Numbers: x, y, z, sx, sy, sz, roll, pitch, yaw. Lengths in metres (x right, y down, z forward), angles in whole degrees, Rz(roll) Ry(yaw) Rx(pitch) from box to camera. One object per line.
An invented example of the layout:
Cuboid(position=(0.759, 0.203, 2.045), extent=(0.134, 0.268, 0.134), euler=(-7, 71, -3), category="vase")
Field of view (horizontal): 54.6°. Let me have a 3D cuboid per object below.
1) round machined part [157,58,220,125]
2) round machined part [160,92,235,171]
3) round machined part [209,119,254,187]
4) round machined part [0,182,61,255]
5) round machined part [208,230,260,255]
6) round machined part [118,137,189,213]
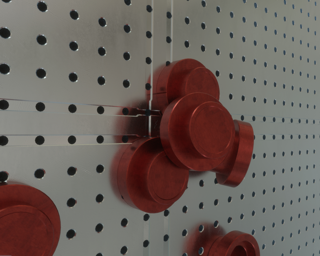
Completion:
Cuboid(position=(0.046, -0.049, 0.435), extent=(0.099, 0.042, 0.097), euler=(0, 90, -40), category="round machined part")
Cuboid(position=(0.053, 0.004, 0.380), extent=(0.099, 0.042, 0.098), euler=(3, 83, -29), category="round machined part")
Cuboid(position=(0.097, 0.034, 0.454), extent=(0.042, 0.098, 0.098), euler=(14, 79, -3), category="round machined part")
Cuboid(position=(-0.138, 0.100, 0.282), extent=(0.099, 0.042, 0.097), euler=(0, 90, -40), category="round machined part")
Cuboid(position=(0.113, 0.212, 0.492), extent=(0.099, 0.042, 0.097), euler=(0, 90, -40), category="round machined part")
Cuboid(position=(-0.001, 0.060, 0.396), extent=(0.099, 0.042, 0.097), euler=(0, 90, -40), category="round machined part")
